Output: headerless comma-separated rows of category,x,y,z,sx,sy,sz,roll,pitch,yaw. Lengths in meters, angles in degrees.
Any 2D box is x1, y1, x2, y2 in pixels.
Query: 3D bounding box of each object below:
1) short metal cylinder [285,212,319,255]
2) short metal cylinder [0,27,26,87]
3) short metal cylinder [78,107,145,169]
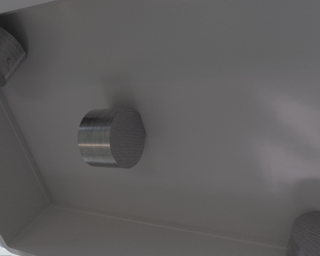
short metal cylinder,0.193,0.145,0.361,0.080,0.080,0.050,11,123,22
short metal cylinder,-0.241,-0.103,0.436,0.080,0.050,0.080,16,151,10
short metal cylinder,-0.063,0.013,0.414,0.050,0.080,0.080,-1,118,29
